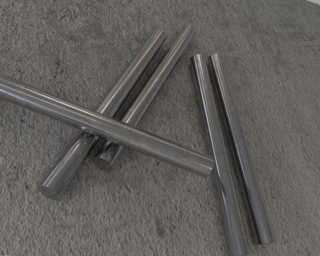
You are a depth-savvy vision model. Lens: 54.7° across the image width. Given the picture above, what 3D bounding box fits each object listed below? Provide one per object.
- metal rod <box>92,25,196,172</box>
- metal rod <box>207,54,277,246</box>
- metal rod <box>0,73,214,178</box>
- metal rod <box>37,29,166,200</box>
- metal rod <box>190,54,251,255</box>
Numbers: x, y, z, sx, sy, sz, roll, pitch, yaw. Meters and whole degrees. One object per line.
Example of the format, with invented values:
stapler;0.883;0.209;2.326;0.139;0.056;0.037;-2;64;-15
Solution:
metal rod;-0.007;-0.063;0.437;0.025;0.025;0.301;34;51;-6
metal rod;0.113;0.013;0.455;0.025;0.025;0.299;6;59;-25
metal rod;-0.085;-0.011;0.334;0.301;0.025;0.025;22;53;-4
metal rod;-0.056;-0.041;0.398;0.025;0.025;0.301;33;51;-7
metal rod;0.077;0.019;0.433;0.025;0.025;0.299;7;59;-25
